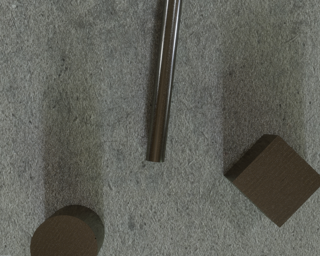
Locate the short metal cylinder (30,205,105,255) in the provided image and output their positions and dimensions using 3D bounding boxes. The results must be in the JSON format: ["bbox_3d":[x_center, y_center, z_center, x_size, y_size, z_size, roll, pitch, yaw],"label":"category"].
[{"bbox_3d":[-0.115,0.144,0.396,0.081,0.050,0.079,0,90,-1],"label":"short metal cylinder"}]

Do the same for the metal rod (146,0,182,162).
[{"bbox_3d":[0.010,-0.105,0.410,0.025,0.025,0.298,6,90,-1],"label":"metal rod"}]

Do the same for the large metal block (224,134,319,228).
[{"bbox_3d":[0.144,0.065,0.400,0.080,0.050,0.080,44,90,-1],"label":"large metal block"}]
